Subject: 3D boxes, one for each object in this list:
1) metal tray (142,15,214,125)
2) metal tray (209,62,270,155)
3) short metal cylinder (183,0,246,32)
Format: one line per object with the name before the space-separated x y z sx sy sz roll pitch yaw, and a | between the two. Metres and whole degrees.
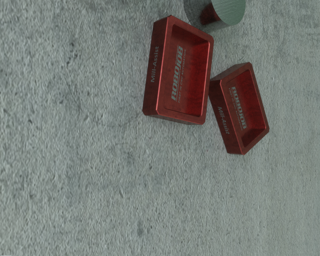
metal tray | 0.028 -0.074 0.423 0.091 0.030 0.129 12 83 -39
metal tray | 0.131 -0.032 0.510 0.091 0.030 0.129 -34 111 -35
short metal cylinder | 0.081 -0.186 0.455 0.081 0.050 0.080 0 90 -40
